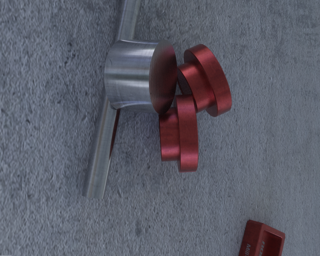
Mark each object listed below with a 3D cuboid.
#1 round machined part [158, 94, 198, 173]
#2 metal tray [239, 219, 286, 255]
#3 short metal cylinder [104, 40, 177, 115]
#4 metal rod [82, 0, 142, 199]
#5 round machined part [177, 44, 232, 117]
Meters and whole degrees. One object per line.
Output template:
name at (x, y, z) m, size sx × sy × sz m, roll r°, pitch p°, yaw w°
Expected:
round machined part at (0.020, 0.007, 0.390) m, size 0.042 × 0.098 × 0.097 m, roll -3°, pitch 93°, yaw 0°
metal tray at (0.177, 0.240, 0.553) m, size 0.090 × 0.030 × 0.130 m, roll 31°, pitch 70°, yaw -36°
short metal cylinder at (-0.018, -0.057, 0.343) m, size 0.080 × 0.050 × 0.079 m, roll 6°, pitch 91°, yaw -68°
metal rod at (-0.050, -0.069, 0.364) m, size 0.025 × 0.025 × 0.299 m, roll 16°, pitch 80°, yaw -39°
round machined part at (0.053, -0.058, 0.414) m, size 0.042 × 0.098 × 0.098 m, roll -25°, pitch 109°, yaw -4°
